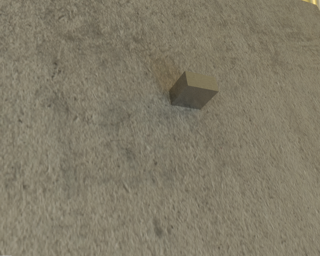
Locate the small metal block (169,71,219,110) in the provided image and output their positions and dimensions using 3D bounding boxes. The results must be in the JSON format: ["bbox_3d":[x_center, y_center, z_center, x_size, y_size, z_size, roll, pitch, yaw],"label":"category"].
[{"bbox_3d":[0.048,-0.053,0.448,0.050,0.050,0.025,7,59,-25],"label":"small metal block"}]
